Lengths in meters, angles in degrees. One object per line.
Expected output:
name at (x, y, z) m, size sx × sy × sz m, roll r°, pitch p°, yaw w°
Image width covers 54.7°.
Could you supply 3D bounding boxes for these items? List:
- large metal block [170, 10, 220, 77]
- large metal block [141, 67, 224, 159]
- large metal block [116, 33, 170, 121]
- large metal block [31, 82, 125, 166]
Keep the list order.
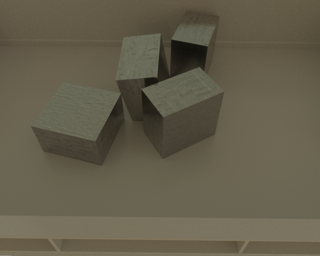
large metal block at (0.052, -0.117, 0.468) m, size 0.050 × 0.080 × 0.080 m, roll 14°, pitch 51°, yaw 11°
large metal block at (0.026, -0.018, 0.384) m, size 0.081 × 0.080 × 0.050 m, roll -24°, pitch 54°, yaw -19°
large metal block at (-0.019, -0.067, 0.417) m, size 0.050 × 0.080 × 0.080 m, roll -4°, pitch 54°, yaw 10°
large metal block at (-0.099, -0.007, 0.394) m, size 0.080 × 0.050 × 0.080 m, roll 12°, pitch 51°, yaw 10°
